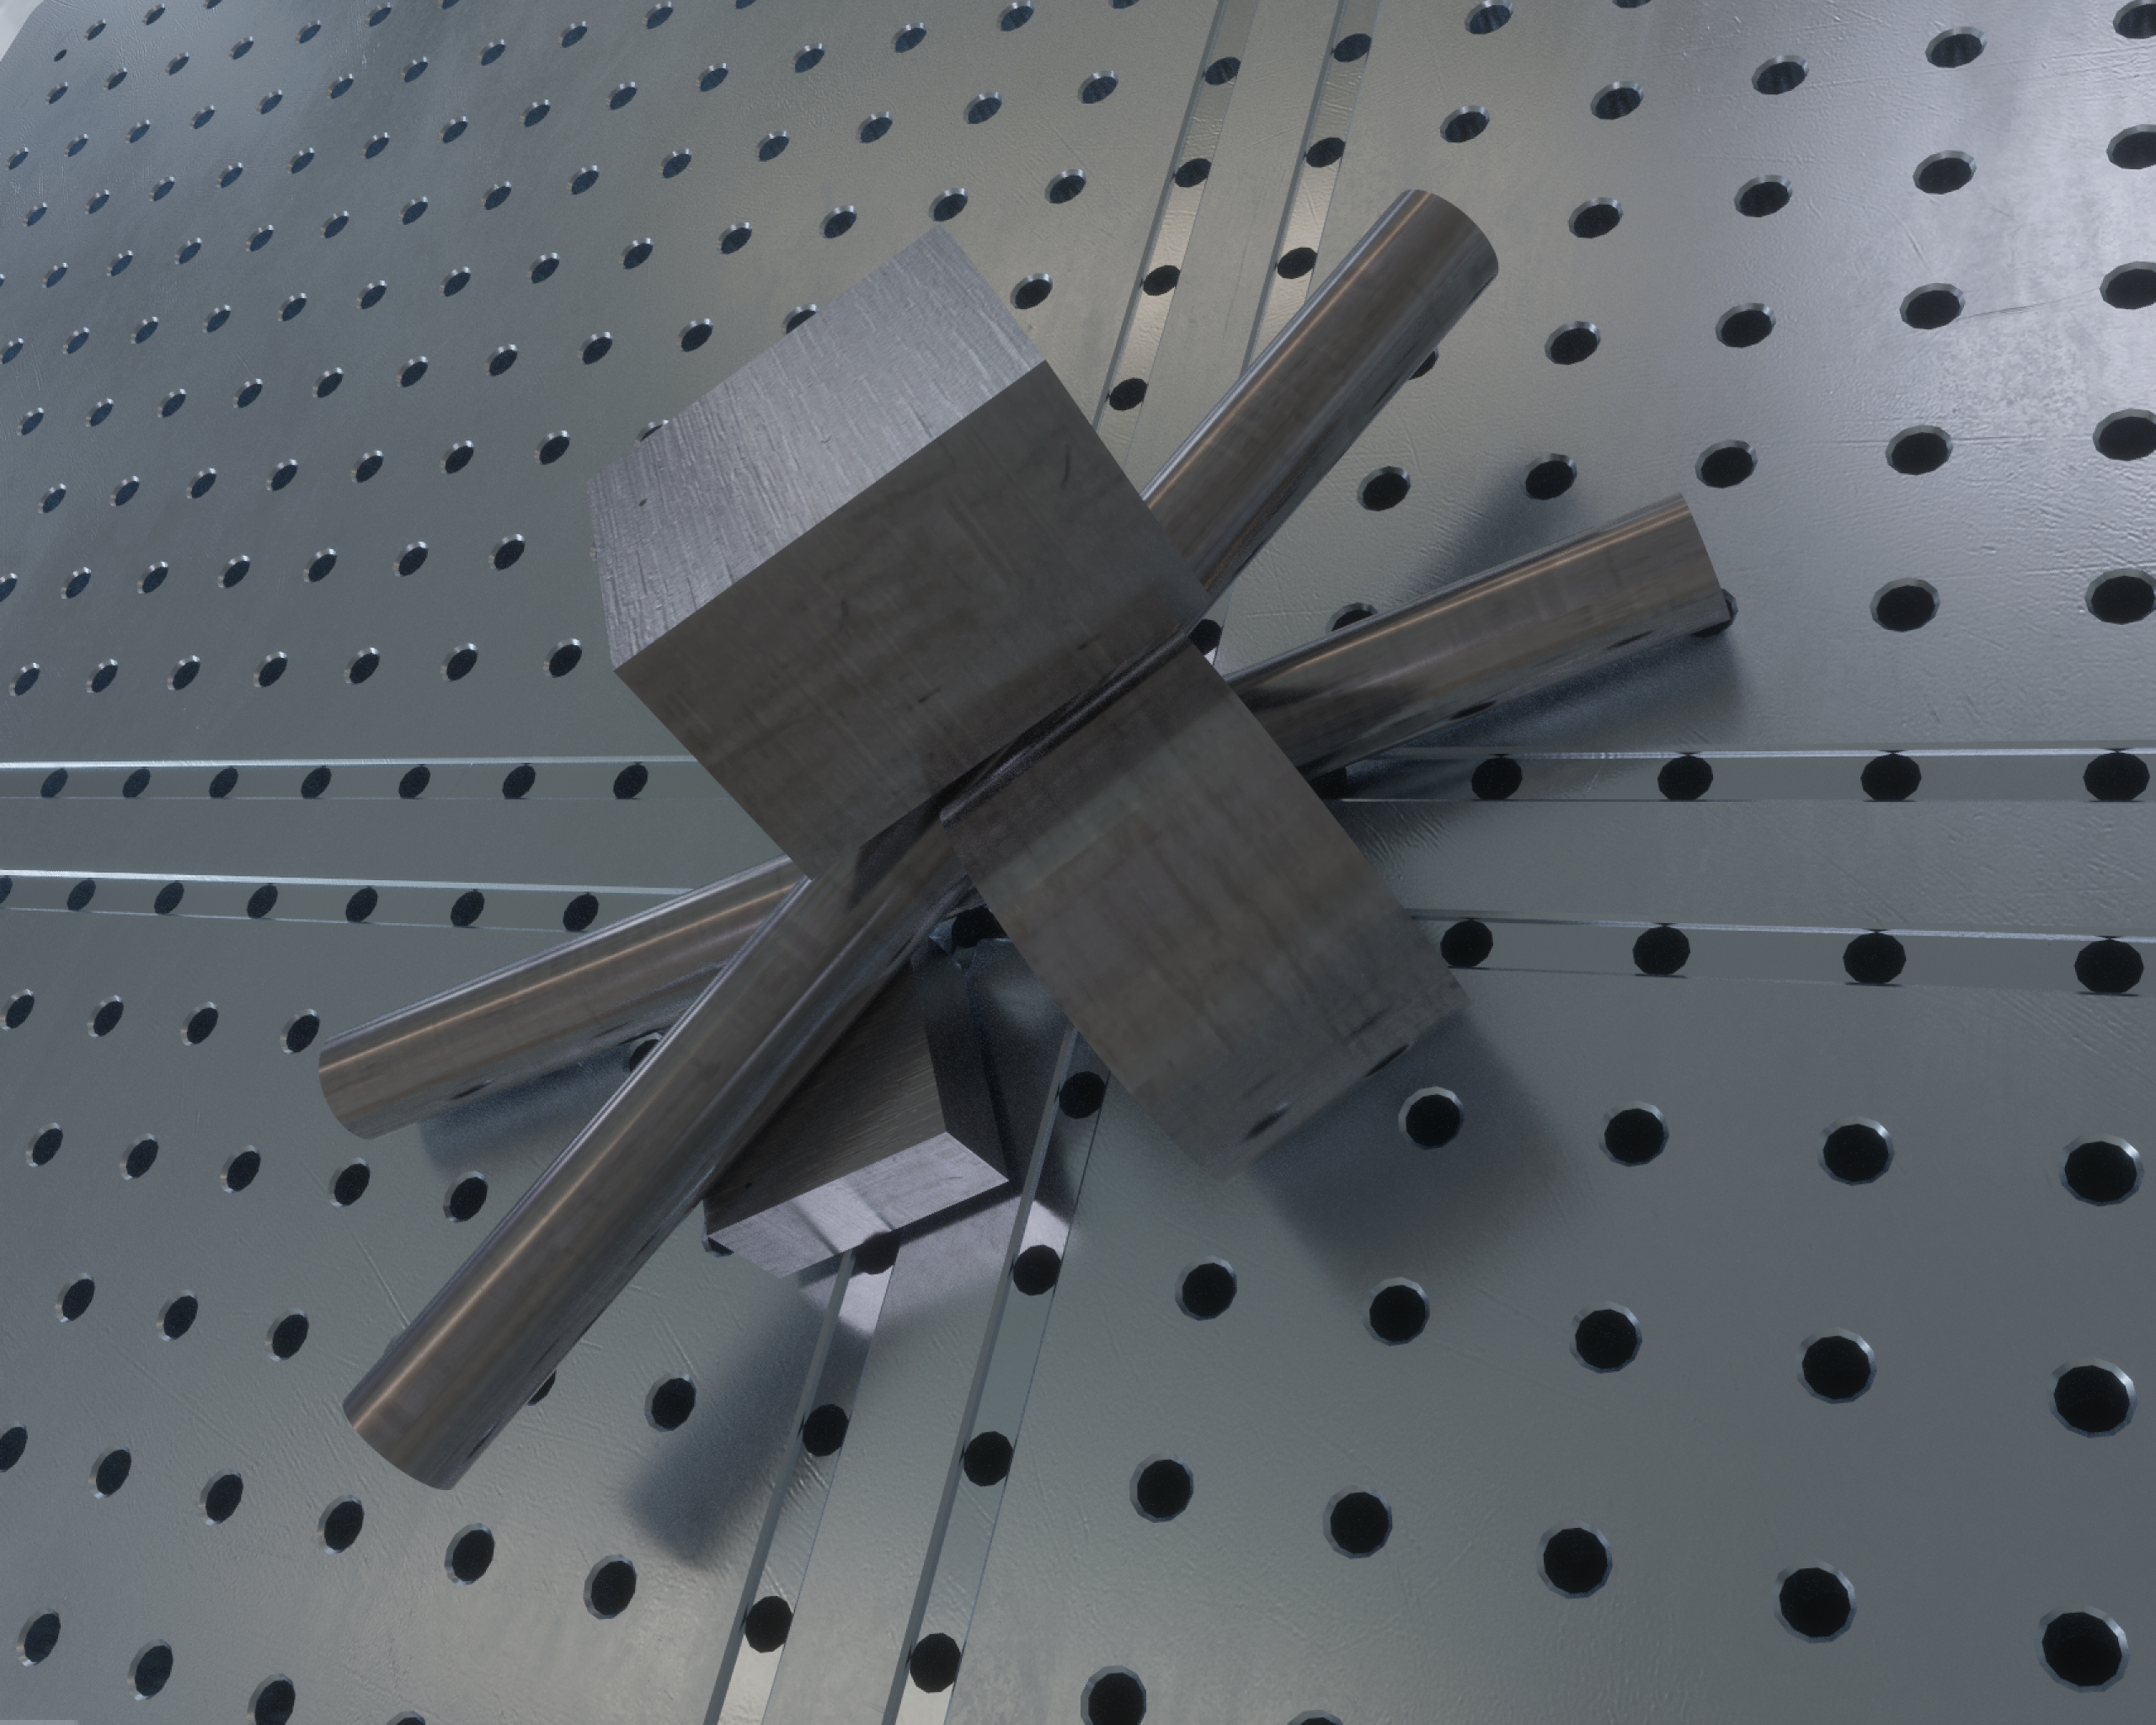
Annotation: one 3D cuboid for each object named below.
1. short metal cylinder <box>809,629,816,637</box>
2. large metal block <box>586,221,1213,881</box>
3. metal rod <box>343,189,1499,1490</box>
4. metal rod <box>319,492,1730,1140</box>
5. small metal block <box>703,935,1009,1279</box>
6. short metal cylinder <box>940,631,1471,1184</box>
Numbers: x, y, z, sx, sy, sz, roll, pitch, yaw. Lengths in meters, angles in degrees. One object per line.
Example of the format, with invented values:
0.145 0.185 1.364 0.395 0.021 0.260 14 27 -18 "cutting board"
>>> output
-0.028 -0.057 0.437 0.080 0.050 0.080 -13 56 21 "short metal cylinder"
-0.034 -0.056 0.359 0.080 0.050 0.080 -35 34 6 "large metal block"
-0.024 -0.010 0.391 0.025 0.025 0.300 35 80 38 "metal rod"
-0.022 -0.003 0.417 0.301 0.025 0.025 -21 54 15 "metal rod"
-0.046 0.044 0.400 0.050 0.025 0.050 -25 53 13 "small metal block"
0.021 0.007 0.353 0.050 0.080 0.080 -38 51 4 "short metal cylinder"
